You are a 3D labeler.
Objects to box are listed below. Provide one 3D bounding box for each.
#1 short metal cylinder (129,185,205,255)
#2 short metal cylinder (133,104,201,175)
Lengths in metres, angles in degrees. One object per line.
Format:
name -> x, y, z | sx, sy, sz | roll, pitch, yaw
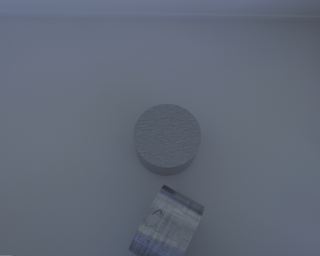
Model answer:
short metal cylinder -> 0.008, 0.110, 0.340 | 0.050, 0.080, 0.080 | 27, 72, 9
short metal cylinder -> 0.009, 0.016, 0.391 | 0.081, 0.050, 0.080 | 0, 70, 0
